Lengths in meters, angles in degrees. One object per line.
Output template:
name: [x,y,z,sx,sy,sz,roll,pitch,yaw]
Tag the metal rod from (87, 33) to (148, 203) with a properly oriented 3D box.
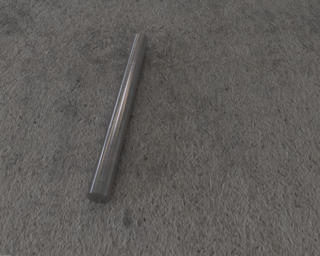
metal rod: [-0.050,-0.037,0.434,0.025,0.025,0.300,5,50,4]
